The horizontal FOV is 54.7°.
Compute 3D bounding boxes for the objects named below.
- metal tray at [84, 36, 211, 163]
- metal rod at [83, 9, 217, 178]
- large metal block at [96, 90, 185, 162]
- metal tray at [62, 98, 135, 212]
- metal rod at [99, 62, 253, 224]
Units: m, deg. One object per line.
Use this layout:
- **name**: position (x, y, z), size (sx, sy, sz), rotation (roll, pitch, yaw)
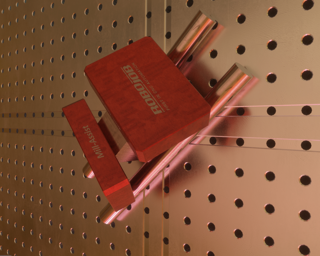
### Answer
- **metal tray**: position (-0.016, -0.037, 0.350), size (0.090, 0.030, 0.130), rotation (-30, 64, -12)
- **metal rod**: position (-0.029, -0.030, 0.431), size (0.298, 0.025, 0.025), rotation (-50, 61, 28)
- **large metal block**: position (-0.025, -0.003, 0.392), size (0.080, 0.081, 0.050), rotation (-49, 61, 28)
- **metal tray**: position (-0.078, 0.036, 0.401), size (0.130, 0.030, 0.090), rotation (57, 166, 24)
- **metal rod**: position (0.005, 0.037, 0.404), size (0.299, 0.025, 0.025), rotation (-49, 61, 28)
